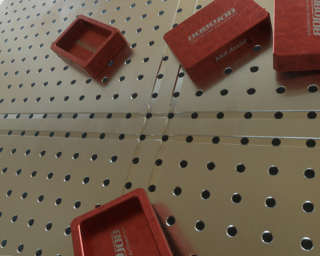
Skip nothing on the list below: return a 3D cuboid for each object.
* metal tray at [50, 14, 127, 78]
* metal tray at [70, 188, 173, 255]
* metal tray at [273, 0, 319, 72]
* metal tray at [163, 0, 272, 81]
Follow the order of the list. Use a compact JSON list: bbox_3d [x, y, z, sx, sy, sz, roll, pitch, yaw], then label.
[{"bbox_3d":[-0.133,-0.153,0.566,0.130,0.030,0.090,32,79,37],"label":"metal tray"},{"bbox_3d":[-0.036,0.130,0.310,0.090,0.030,0.130,-25,38,-5],"label":"metal tray"},{"bbox_3d":[0.188,-0.132,0.381,0.090,0.030,0.130,1,62,20],"label":"metal tray"},{"bbox_3d":[0.079,-0.137,0.446,0.130,0.030,0.090,-32,52,6],"label":"metal tray"}]
